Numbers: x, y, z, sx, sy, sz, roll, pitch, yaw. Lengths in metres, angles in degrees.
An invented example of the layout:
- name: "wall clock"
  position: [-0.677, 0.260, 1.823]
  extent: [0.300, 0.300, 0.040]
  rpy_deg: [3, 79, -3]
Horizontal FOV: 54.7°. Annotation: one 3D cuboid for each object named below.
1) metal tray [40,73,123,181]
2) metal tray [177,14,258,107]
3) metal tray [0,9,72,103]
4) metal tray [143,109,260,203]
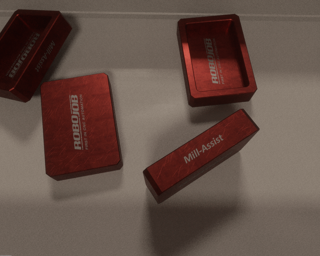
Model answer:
- name: "metal tray"
  position: [-0.104, -0.003, 0.407]
  extent: [0.091, 0.030, 0.129]
  rpy_deg: [-10, 70, -4]
- name: "metal tray"
  position: [0.078, -0.098, 0.443]
  extent: [0.091, 0.030, 0.129]
  rpy_deg: [-6, 70, -3]
- name: "metal tray"
  position: [-0.190, -0.103, 0.426]
  extent: [0.090, 0.030, 0.130]
  rpy_deg: [13, 69, 26]
- name: "metal tray"
  position: [0.045, 0.036, 0.362]
  extent: [0.131, 0.090, 0.030]
  rpy_deg: [-31, 73, -11]
